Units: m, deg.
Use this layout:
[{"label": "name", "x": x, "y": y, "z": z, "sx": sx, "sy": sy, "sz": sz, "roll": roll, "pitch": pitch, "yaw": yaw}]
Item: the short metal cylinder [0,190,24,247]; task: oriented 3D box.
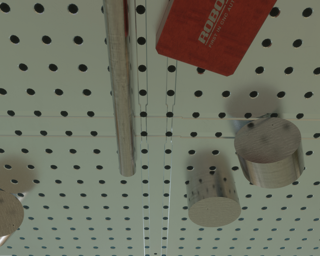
[{"label": "short metal cylinder", "x": -0.270, "y": 0.148, "z": 0.499, "sx": 0.080, "sy": 0.080, "sz": 0.050, "roll": 30, "pitch": 124, "yaw": -23}]

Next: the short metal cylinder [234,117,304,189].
[{"label": "short metal cylinder", "x": 0.142, "y": 0.031, "z": 0.403, "sx": 0.080, "sy": 0.080, "sz": 0.050, "roll": -16, "pitch": 128, "yaw": 13}]

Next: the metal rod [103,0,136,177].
[{"label": "metal rod", "x": -0.045, "y": -0.050, "z": 0.368, "sx": 0.025, "sy": 0.025, "sz": 0.298, "roll": 1, "pitch": 130, "yaw": -1}]

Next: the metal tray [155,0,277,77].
[{"label": "metal tray", "x": 0.058, "y": -0.122, "z": 0.305, "sx": 0.091, "sy": 0.030, "sz": 0.129, "roll": 15, "pitch": 129, "yaw": -13}]

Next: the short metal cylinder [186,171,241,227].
[{"label": "short metal cylinder", "x": 0.084, "y": 0.114, "z": 0.493, "sx": 0.081, "sy": 0.050, "sz": 0.079, "roll": 0, "pitch": 130, "yaw": 0}]
